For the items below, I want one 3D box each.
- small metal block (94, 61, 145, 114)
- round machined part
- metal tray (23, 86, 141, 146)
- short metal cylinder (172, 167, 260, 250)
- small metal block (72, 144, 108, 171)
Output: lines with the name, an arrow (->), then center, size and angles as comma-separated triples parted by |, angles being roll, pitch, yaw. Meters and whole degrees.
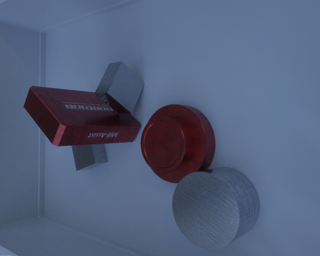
small metal block -> -0.054, -0.054, 0.421 | 0.025, 0.050, 0.050 | 2, 62, 39
round machined part -> 0.015, 0.019, 0.382 | 0.098, 0.042, 0.097 | 0, 90, 39
metal tray -> -0.101, -0.016, 0.419 | 0.090, 0.131, 0.030 | 42, 115, 32
short metal cylinder -> 0.061, 0.085, 0.339 | 0.080, 0.050, 0.079 | 0, 90, 39
small metal block -> -0.114, 0.038, 0.498 | 0.050, 0.025, 0.050 | -23, 76, 37
